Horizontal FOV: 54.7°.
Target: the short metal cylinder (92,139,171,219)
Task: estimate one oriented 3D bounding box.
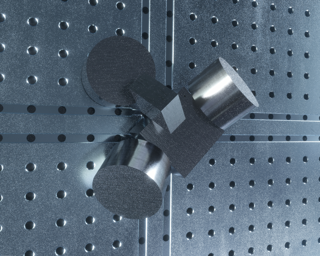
[{"bbox_3d":[-0.031,0.060,0.362,0.080,0.050,0.079,7,122,11],"label":"short metal cylinder"}]

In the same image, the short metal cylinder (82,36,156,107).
[{"bbox_3d":[-0.052,-0.066,0.377,0.081,0.050,0.079,0,90,-20],"label":"short metal cylinder"}]

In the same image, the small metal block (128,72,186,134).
[{"bbox_3d":[-0.002,-0.027,0.342,0.050,0.050,0.025,37,76,28],"label":"small metal block"}]

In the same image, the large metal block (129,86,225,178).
[{"bbox_3d":[0.021,0.005,0.401,0.080,0.050,0.080,46,76,-14],"label":"large metal block"}]

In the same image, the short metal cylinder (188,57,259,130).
[{"bbox_3d":[0.082,-0.045,0.402,0.050,0.080,0.080,-38,106,24],"label":"short metal cylinder"}]
